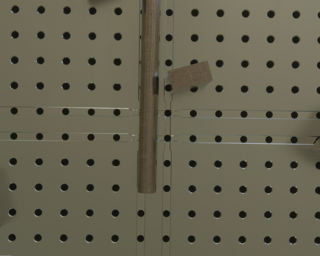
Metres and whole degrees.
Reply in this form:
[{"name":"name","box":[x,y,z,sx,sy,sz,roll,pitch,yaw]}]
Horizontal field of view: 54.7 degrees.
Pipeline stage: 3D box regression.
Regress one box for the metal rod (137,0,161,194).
[{"name":"metal rod","box":[-0.014,-0.064,0.413,0.025,0.025,0.298,1,90,-1]}]

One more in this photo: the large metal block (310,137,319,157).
[{"name":"large metal block","box":[0.253,0.014,0.389,0.050,0.080,0.080,38,90,-1]}]

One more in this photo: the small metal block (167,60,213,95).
[{"name":"small metal block","box":[0.037,-0.064,0.401,0.050,0.050,0.025,-15,90,0]}]
